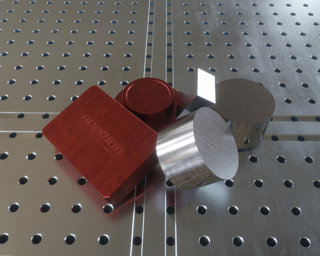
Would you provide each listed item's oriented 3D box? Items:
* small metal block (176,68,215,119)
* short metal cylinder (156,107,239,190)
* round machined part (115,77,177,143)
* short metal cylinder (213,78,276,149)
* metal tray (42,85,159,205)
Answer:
[{"bbox_3d":[0.045,-0.039,0.395,0.025,0.050,0.050,23,47,-18],"label":"small metal block"},{"bbox_3d":[0.042,0.023,0.339,0.050,0.080,0.080,-26,38,37],"label":"short metal cylinder"},{"bbox_3d":[-0.015,-0.031,0.417,0.099,0.042,0.098,0,50,0],"label":"round machined part"},{"bbox_3d":[0.102,-0.019,0.404,0.081,0.050,0.080,0,50,0],"label":"short metal cylinder"},{"bbox_3d":[-0.067,0.015,0.371,0.130,0.030,0.090,38,74,27],"label":"metal tray"}]
